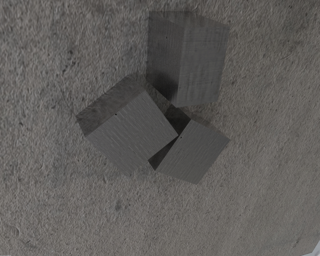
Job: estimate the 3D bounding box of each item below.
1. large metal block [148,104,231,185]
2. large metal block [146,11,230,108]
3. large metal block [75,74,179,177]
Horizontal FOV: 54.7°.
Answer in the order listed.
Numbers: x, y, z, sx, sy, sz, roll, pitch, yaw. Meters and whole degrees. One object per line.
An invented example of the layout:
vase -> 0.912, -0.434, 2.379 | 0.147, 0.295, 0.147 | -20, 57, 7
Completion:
large metal block -> 0.034, 0.023, 0.424 | 0.080, 0.050, 0.080 | 25, 105, -37
large metal block -> 0.025, -0.078, 0.337 | 0.050, 0.080, 0.079 | -10, 123, -23
large metal block -> -0.038, -0.003, 0.368 | 0.080, 0.050, 0.080 | -39, 129, -2
